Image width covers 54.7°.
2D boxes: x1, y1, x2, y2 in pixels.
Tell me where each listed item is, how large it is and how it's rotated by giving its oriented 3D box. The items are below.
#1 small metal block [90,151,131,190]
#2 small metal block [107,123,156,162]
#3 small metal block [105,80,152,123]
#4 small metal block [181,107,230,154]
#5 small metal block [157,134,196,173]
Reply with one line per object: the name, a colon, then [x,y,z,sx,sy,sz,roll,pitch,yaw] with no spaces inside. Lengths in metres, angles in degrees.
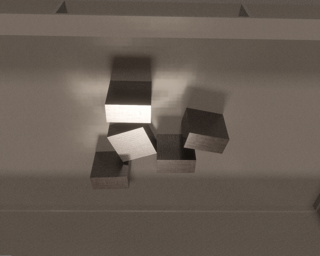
small metal block: [-0.069,0.060,0.442,0.050,0.050,0.025,-2,130,1]
small metal block: [-0.037,0.015,0.422,0.050,0.025,0.050,-16,129,13]
small metal block: [-0.035,-0.032,0.365,0.050,0.050,0.025,1,130,-2]
small metal block: [0.056,0.003,0.396,0.050,0.050,0.025,10,129,-9]
small metal block: [0.021,0.034,0.422,0.050,0.050,0.025,0,130,-1]
